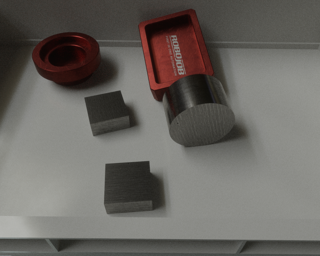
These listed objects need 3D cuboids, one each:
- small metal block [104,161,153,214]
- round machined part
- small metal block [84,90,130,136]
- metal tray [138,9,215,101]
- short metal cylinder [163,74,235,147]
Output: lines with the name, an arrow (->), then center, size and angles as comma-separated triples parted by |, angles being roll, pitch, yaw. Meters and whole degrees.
small metal block -> -0.035, 0.066, 0.349 | 0.050, 0.025, 0.050 | -3, 50, -3
round machined part -> -0.141, -0.103, 0.478 | 0.099, 0.042, 0.098 | 0, 50, 0
small metal block -> -0.072, -0.021, 0.422 | 0.050, 0.025, 0.050 | -13, 51, -11
metal tray -> 0.023, -0.112, 0.464 | 0.090, 0.030, 0.130 | -13, 64, 5
short metal cylinder -> 0.047, -0.021, 0.387 | 0.081, 0.080, 0.050 | -6, 51, -6
